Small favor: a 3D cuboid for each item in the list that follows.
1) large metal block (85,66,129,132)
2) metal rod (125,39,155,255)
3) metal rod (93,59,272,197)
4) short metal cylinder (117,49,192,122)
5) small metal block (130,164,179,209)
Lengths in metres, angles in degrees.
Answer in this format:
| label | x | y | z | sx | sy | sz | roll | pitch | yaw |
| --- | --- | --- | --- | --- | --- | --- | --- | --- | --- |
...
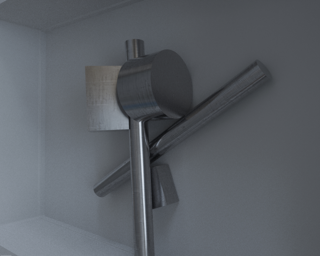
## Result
| label | x | y | z | sx | sy | sz | roll | pitch | yaw |
| --- | --- | --- | --- | --- | --- | --- | --- | --- | --- |
| large metal block | -0.072 | -0.036 | 0.420 | 0.080 | 0.050 | 0.080 | 165 | 102 | -80 |
| metal rod | -0.025 | 0.038 | 0.390 | 0.025 | 0.025 | 0.298 | -6 | 85 | 39 |
| metal rod | 0.007 | 0.018 | 0.396 | 0.299 | 0.025 | 0.025 | -38 | 67 | 33 |
| short metal cylinder | -0.004 | -0.048 | 0.370 | 0.050 | 0.081 | 0.080 | -5 | 87 | 38 |
| small metal block | -0.008 | 0.080 | 0.410 | 0.050 | 0.025 | 0.050 | -27 | 74 | 36 |
